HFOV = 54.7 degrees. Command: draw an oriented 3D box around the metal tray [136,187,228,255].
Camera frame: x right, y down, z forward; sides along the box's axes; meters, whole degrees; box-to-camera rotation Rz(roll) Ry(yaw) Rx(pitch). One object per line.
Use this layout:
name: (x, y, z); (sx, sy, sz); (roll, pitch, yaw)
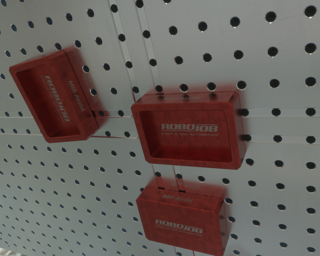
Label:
metal tray: (0.034, 0.143, 0.477); (0.130, 0.030, 0.089); (3, 120, 26)

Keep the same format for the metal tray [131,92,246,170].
metal tray: (0.035, 0.004, 0.390); (0.130, 0.030, 0.089); (1, 119, 27)

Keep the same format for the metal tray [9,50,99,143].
metal tray: (-0.157, -0.042, 0.462); (0.090, 0.030, 0.129); (-6, 116, 30)
